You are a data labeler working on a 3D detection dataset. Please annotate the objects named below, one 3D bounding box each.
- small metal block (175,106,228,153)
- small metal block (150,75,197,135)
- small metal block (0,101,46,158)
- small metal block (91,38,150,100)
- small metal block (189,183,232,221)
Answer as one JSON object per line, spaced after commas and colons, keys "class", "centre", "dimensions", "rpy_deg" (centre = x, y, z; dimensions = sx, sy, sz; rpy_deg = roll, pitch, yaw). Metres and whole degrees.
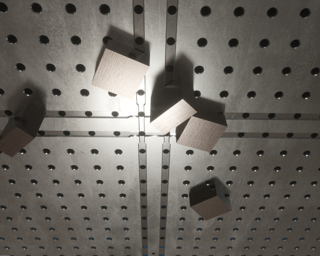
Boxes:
{"class": "small metal block", "centre": [0.054, 0.001, 0.414], "dimensions": [0.050, 0.025, 0.050], "rpy_deg": [16, 128, -14]}
{"class": "small metal block", "centre": [0.015, -0.028, 0.372], "dimensions": [0.050, 0.050, 0.025], "rpy_deg": [-36, 122, 26]}
{"class": "small metal block", "centre": [-0.177, 0.002, 0.394], "dimensions": [0.050, 0.050, 0.025], "rpy_deg": [-34, 123, 25]}
{"class": "small metal block", "centre": [-0.045, -0.066, 0.355], "dimensions": [0.050, 0.025, 0.050], "rpy_deg": [20, 127, -17]}
{"class": "small metal block", "centre": [0.084, 0.125, 0.520], "dimensions": [0.050, 0.025, 0.050], "rpy_deg": [-29, 125, 22]}
